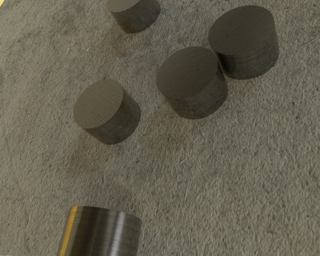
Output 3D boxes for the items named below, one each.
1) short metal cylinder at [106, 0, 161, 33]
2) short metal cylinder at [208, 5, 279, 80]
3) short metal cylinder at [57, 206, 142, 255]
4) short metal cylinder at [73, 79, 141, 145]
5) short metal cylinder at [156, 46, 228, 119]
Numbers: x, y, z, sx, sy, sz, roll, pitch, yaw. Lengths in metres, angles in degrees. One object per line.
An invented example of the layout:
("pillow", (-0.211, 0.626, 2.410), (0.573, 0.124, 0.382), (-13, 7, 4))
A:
("short metal cylinder", (-0.046, -0.214, 0.544), (0.080, 0.050, 0.080), (-13, 56, 21))
("short metal cylinder", (0.108, -0.109, 0.398), (0.080, 0.050, 0.080), (-13, 56, 21))
("short metal cylinder", (-0.063, 0.119, 0.329), (0.080, 0.080, 0.050), (-5, 60, 25))
("short metal cylinder", (-0.075, -0.023, 0.441), (0.080, 0.050, 0.080), (-13, 56, 21))
("short metal cylinder", (0.042, -0.058, 0.401), (0.080, 0.050, 0.080), (-13, 56, 21))
